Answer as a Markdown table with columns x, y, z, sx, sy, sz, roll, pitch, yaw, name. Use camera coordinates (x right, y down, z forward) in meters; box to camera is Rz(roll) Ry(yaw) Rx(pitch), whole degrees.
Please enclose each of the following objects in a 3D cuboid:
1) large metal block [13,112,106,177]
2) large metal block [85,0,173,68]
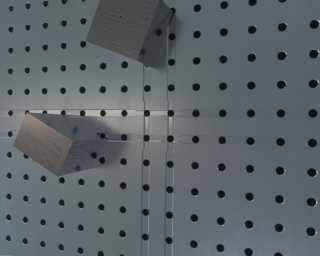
| x | y | z | sx | sy | sz | roll | pitch | yaw | name |
| --- | --- | --- | --- | --- | --- | --- | --- | --- | --- |
| -0.137 | 0.020 | 0.432 | 0.080 | 0.080 | 0.050 | 29 | 100 | 17 | large metal block |
| -0.040 | -0.136 | 0.414 | 0.080 | 0.050 | 0.080 | 24 | 98 | 18 | large metal block |
